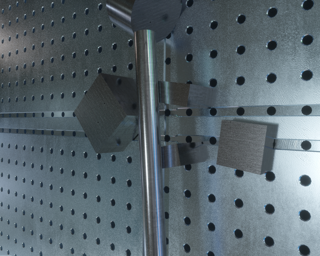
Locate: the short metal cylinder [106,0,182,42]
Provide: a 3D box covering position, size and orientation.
[{"bbox_3d":[-0.019,-0.153,0.387,0.050,0.081,0.079,40,114,32],"label":"short metal cylinder"}]

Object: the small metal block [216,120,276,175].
[{"bbox_3d":[0.092,0.019,0.333,0.050,0.025,0.050,10,96,39],"label":"small metal block"}]

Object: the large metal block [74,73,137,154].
[{"bbox_3d":[-0.070,-0.020,0.448,0.080,0.050,0.080,-48,62,29],"label":"large metal block"}]

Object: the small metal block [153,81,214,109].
[{"bbox_3d":[0.028,-0.040,0.369,0.050,0.050,0.025,13,98,39],"label":"small metal block"}]

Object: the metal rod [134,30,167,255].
[{"bbox_3d":[-0.010,0.040,0.350,0.025,0.025,0.298,-5,87,39],"label":"metal rod"}]

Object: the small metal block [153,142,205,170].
[{"bbox_3d":[0.018,0.034,0.377,0.050,0.050,0.025,-15,81,39],"label":"small metal block"}]
